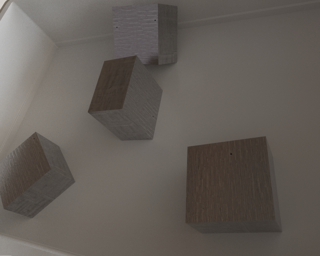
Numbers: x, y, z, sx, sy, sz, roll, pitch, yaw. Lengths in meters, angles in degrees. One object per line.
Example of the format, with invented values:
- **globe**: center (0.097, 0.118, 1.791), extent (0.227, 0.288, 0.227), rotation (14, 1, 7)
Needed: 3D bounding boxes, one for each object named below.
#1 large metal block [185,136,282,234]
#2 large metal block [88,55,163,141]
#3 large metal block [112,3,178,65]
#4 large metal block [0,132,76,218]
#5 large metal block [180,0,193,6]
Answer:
- **large metal block**: center (0.074, 0.060, 0.314), extent (0.080, 0.050, 0.080), rotation (-9, 58, 23)
- **large metal block**: center (-0.042, -0.037, 0.415), extent (0.050, 0.080, 0.080), rotation (-3, 60, 27)
- **large metal block**: center (-0.022, -0.138, 0.460), extent (0.080, 0.050, 0.079), rotation (10, 110, 32)
- **large metal block**: center (-0.180, 0.067, 0.444), extent (0.080, 0.050, 0.080), rotation (-40, 51, 1)
- **large metal block**: center (0.055, -0.269, 0.529), extent (0.080, 0.050, 0.080), rotation (-25, 53, 12)
